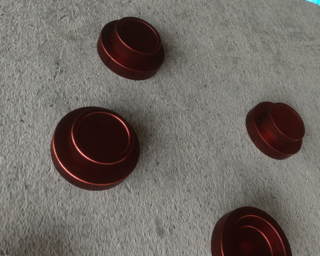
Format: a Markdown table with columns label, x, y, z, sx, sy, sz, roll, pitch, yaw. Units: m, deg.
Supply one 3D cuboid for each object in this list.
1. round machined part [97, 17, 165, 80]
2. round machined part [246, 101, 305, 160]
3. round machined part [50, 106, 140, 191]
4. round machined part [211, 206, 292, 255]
| label | x | y | z | sx | sy | sz | roll | pitch | yaw |
| --- | --- | --- | --- | --- | --- | --- | --- | --- | --- |
| round machined part | -0.037 | -0.120 | 0.446 | 0.099 | 0.042 | 0.098 | 14 | 56 | -21 |
| round machined part | 0.191 | -0.002 | 0.496 | 0.099 | 0.042 | 0.098 | 14 | 56 | -21 |
| round machined part | -0.068 | 0.017 | 0.346 | 0.099 | 0.042 | 0.098 | 14 | 56 | -21 |
| round machined part | 0.100 | 0.145 | 0.358 | 0.099 | 0.042 | 0.098 | 14 | 56 | -21 |
